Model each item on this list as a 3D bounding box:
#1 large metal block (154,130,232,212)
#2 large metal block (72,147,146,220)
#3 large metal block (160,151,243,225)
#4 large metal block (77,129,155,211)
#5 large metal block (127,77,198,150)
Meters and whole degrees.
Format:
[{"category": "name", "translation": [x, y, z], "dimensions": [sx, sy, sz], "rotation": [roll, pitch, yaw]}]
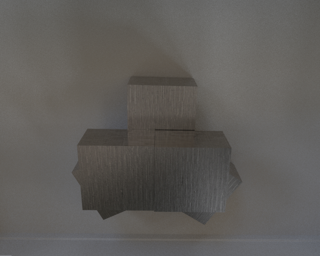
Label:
[{"category": "large metal block", "translation": [0.034, 0.049, 0.360], "dimensions": [0.081, 0.050, 0.079], "rotation": [1, 110, -1]}, {"category": "large metal block", "translation": [-0.057, 0.065, 0.419], "dimensions": [0.080, 0.050, 0.080], "rotation": [-25, 108, 8]}, {"category": "large metal block", "translation": [0.049, 0.070, 0.421], "dimensions": [0.080, 0.050, 0.080], "rotation": [33, 107, -11]}, {"category": "large metal block", "translation": [-0.047, 0.047, 0.360], "dimensions": [0.081, 0.050, 0.079], "rotation": [1, 110, -1]}, {"category": "large metal block", "translation": [0.002, -0.020, 0.389], "dimensions": [0.081, 0.050, 0.079], "rotation": [1, 110, -1]}]
